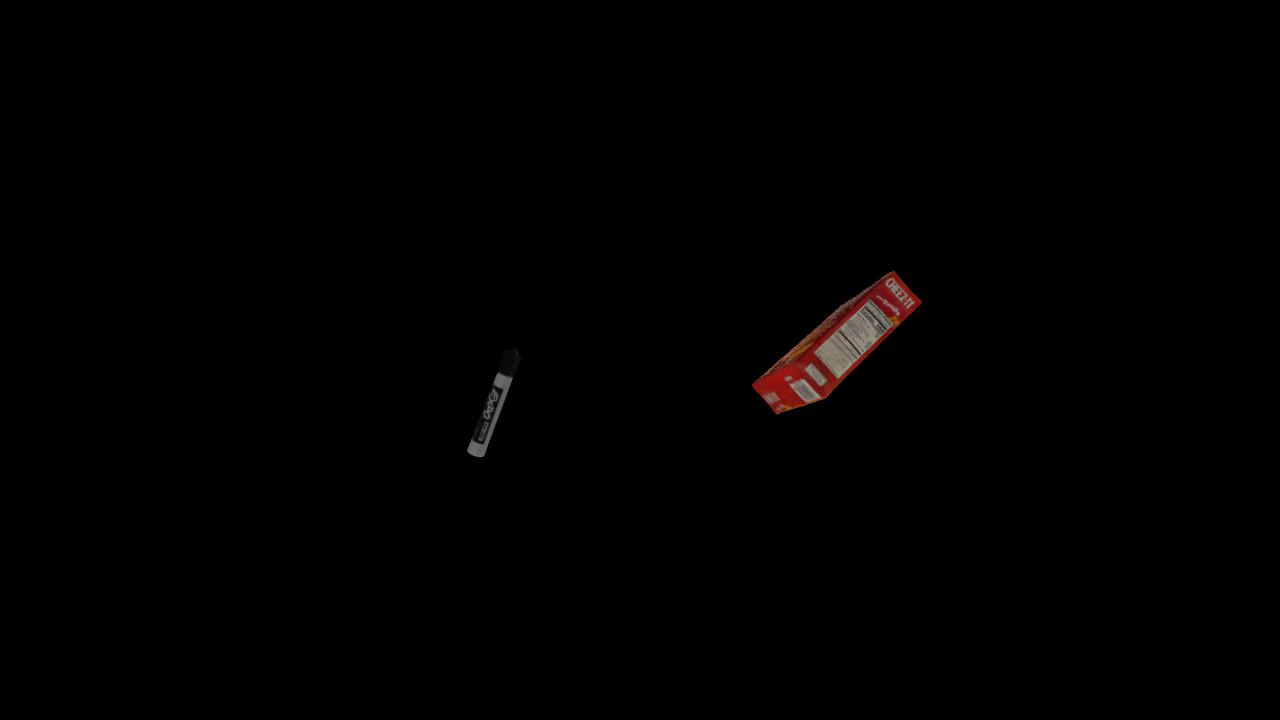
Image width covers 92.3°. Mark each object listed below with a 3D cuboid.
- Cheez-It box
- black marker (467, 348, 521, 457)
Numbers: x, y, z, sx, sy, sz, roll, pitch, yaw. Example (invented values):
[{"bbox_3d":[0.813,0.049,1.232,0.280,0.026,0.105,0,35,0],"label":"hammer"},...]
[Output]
[{"bbox_3d":[0.290,-0.021,0.924,0.223,0.071,0.166,-39,-3,-16],"label":"Cheez-It box"},{"bbox_3d":[-0.151,0.044,0.643,0.020,0.121,0.020,22,9,-3],"label":"black marker"}]
